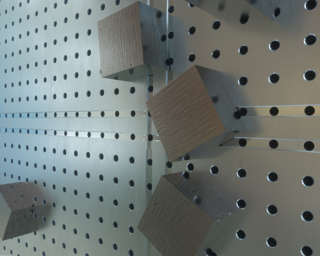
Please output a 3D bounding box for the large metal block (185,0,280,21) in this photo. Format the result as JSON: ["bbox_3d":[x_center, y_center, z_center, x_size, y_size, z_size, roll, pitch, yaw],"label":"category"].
[{"bbox_3d":[0.071,-0.149,0.315,0.080,0.081,0.050,23,105,38],"label":"large metal block"}]

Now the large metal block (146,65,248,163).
[{"bbox_3d":[0.040,-0.014,0.361,0.080,0.050,0.080,-34,69,35],"label":"large metal block"}]

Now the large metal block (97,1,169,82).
[{"bbox_3d":[-0.038,-0.114,0.425,0.080,0.050,0.080,-8,85,40],"label":"large metal block"}]

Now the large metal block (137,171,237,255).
[{"bbox_3d":[0.029,0.109,0.370,0.080,0.050,0.080,37,113,34],"label":"large metal block"}]

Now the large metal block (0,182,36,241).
[{"bbox_3d":[-0.314,0.174,0.655,0.080,0.050,0.080,38,114,33],"label":"large metal block"}]
